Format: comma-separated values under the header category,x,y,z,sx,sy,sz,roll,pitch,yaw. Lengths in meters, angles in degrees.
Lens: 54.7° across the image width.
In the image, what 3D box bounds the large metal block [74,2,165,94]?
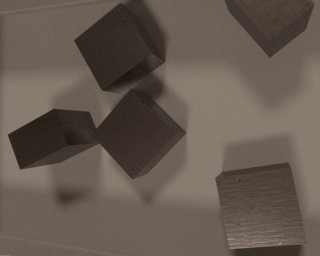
category,x,y,z,sx,sy,sz,roll,pitch,yaw
large metal block,-0.053,-0.103,0.415,0.080,0.050,0.080,-33,80,16

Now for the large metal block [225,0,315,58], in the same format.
category,x,y,z,sx,sy,sz,roll,pitch,yaw
large metal block,0.116,-0.132,0.340,0.050,0.080,0.080,-40,78,15

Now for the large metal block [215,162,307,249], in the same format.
category,x,y,z,sx,sy,sz,roll,pitch,yaw
large metal block,0.115,0.088,0.356,0.080,0.050,0.080,-12,86,19

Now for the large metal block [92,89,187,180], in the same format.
category,x,y,z,sx,sy,sz,roll,pitch,yaw
large metal block,-0.027,0.007,0.406,0.080,0.050,0.080,46,104,14

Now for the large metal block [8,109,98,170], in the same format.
category,x,y,z,sx,sy,sz,roll,pitch,yaw
large metal block,-0.143,0.015,0.430,0.080,0.080,0.050,-25,82,18
